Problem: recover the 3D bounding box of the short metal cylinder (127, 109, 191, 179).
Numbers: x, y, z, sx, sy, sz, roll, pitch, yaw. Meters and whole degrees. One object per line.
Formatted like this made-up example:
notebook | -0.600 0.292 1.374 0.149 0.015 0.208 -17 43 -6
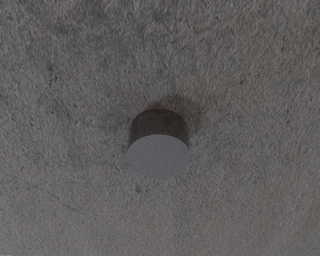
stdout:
short metal cylinder | -0.002 0.022 0.409 0.080 0.050 0.080 0 130 0
